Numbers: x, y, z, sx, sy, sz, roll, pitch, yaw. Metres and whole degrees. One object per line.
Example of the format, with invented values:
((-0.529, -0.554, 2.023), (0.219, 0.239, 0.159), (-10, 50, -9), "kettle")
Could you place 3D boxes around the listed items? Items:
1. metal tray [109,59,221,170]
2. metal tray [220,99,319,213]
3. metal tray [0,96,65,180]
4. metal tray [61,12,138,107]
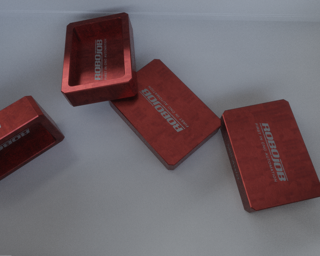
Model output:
((0.005, -0.020, 0.414), (0.090, 0.030, 0.130), (-39, 75, -13), "metal tray")
((0.137, 0.034, 0.396), (0.091, 0.030, 0.129), (-11, 70, -5), "metal tray")
((-0.187, 0.024, 0.364), (0.131, 0.090, 0.030), (-34, 74, -12), "metal tray")
((-0.081, -0.096, 0.420), (0.090, 0.030, 0.130), (-10, 58, 4), "metal tray")
